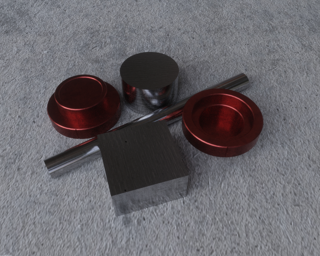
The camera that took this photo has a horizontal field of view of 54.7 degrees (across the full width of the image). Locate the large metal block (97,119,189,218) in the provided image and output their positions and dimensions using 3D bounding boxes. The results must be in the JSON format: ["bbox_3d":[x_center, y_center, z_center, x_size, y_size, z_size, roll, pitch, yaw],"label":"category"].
[{"bbox_3d":[-0.021,0.044,0.352,0.081,0.050,0.080,-13,51,-11],"label":"large metal block"}]

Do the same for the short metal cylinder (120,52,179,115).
[{"bbox_3d":[-0.014,-0.064,0.441,0.081,0.050,0.080,0,50,0],"label":"short metal cylinder"}]

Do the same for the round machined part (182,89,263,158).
[{"bbox_3d":[0.077,-0.002,0.395,0.099,0.042,0.098,0,50,0],"label":"round machined part"}]

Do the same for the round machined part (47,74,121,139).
[{"bbox_3d":[-0.104,-0.036,0.422,0.099,0.042,0.098,0,50,0],"label":"round machined part"}]

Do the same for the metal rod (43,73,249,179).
[{"bbox_3d":[-0.003,-0.011,0.415,0.302,0.025,0.025,-25,55,-20],"label":"metal rod"}]
